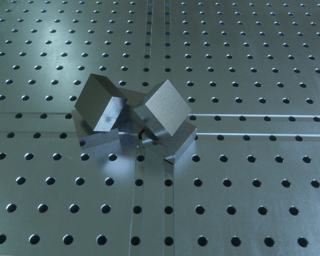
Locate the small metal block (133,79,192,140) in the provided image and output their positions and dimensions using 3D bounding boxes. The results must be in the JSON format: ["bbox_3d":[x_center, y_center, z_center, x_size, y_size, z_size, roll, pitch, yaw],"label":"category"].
[{"bbox_3d":[0.004,-0.022,0.376,0.050,0.025,0.050,50,54,-17],"label":"small metal block"}]

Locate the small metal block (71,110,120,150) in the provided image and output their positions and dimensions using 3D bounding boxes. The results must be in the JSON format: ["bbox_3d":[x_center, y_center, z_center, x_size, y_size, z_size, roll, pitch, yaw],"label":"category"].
[{"bbox_3d":[-0.085,-0.004,0.410,0.050,0.025,0.050,-15,52,-13],"label":"small metal block"}]

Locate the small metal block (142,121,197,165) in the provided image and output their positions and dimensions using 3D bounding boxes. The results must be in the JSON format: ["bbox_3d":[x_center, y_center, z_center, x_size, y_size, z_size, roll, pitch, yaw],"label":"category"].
[{"bbox_3d":[0.012,0.011,0.399,0.050,0.025,0.050,29,55,21],"label":"small metal block"}]

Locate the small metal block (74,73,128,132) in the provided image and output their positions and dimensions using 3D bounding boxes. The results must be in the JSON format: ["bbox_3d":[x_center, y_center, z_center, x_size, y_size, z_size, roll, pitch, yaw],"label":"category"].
[{"bbox_3d":[-0.073,-0.031,0.380,0.025,0.050,0.050,4,35,-51],"label":"small metal block"}]

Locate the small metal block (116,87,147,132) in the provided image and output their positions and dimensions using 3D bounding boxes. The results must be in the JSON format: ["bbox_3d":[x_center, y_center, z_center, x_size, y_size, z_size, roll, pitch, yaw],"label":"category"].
[{"bbox_3d":[-0.034,-0.022,0.409,0.050,0.050,0.025,15,52,11],"label":"small metal block"}]
